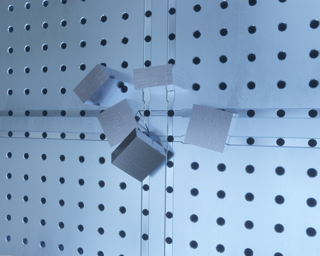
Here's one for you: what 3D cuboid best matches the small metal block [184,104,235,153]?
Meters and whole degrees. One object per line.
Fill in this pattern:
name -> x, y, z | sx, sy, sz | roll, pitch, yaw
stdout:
small metal block -> 0.063, 0.000, 0.391 | 0.050, 0.025, 0.050 | 15, 95, 19

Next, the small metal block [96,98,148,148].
small metal block -> -0.052, -0.006, 0.432 | 0.050, 0.025, 0.050 | -28, 81, 18

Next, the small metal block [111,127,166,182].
small metal block -> -0.029, 0.036, 0.410 | 0.050, 0.025, 0.050 | 37, 105, -23

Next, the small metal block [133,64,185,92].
small metal block -> 0.000, -0.062, 0.400 | 0.050, 0.050, 0.025 | -5, 89, 20

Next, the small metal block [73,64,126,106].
small metal block -> -0.082, -0.058, 0.429 | 0.050, 0.050, 0.025 | -43, 77, 15
